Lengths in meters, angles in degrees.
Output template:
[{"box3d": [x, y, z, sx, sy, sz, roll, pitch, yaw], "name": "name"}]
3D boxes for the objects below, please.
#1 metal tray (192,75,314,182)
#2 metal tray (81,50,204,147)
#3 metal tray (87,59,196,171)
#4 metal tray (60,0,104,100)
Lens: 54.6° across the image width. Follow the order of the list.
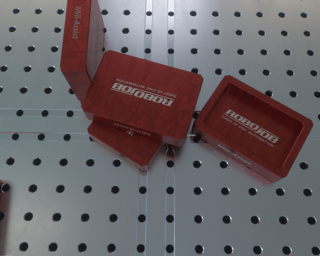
[{"box3d": [0.120, -0.001, 0.410, 0.130, 0.030, 0.090, 32, 73, 11], "name": "metal tray"}, {"box3d": [-0.020, -0.039, 0.391, 0.130, 0.030, 0.090, 17, 71, 6], "name": "metal tray"}, {"box3d": [-0.022, -0.020, 0.416, 0.090, 0.030, 0.130, 31, 73, 10], "name": "metal tray"}, {"box3d": [-0.100, -0.113, 0.418, 0.030, 0.090, 0.130, -1, 70, 0], "name": "metal tray"}]
